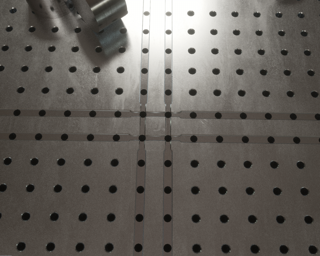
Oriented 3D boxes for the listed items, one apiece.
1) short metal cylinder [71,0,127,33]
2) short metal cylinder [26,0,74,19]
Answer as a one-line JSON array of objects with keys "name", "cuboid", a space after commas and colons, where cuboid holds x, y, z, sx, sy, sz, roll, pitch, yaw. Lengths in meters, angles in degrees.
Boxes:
[{"name": "short metal cylinder", "cuboid": [-0.092, -0.187, 0.450, 0.050, 0.080, 0.080, -37, 75, -12]}, {"name": "short metal cylinder", "cuboid": [-0.171, -0.217, 0.476, 0.081, 0.050, 0.080, 0, 70, 0]}]
